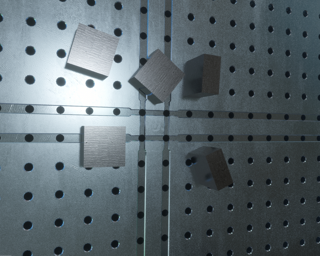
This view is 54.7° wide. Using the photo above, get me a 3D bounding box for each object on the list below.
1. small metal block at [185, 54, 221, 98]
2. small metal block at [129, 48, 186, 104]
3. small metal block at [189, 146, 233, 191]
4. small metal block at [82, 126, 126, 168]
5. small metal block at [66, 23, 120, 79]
[{"bbox_3d":[0.058,-0.070,0.422,0.025,0.050,0.050,4,89,-20],"label":"small metal block"},{"bbox_3d":[-0.003,-0.068,0.412,0.050,0.025,0.050,41,77,-16],"label":"small metal block"},{"bbox_3d":[0.069,0.054,0.426,0.025,0.050,0.050,-23,98,-19],"label":"small metal block"},{"bbox_3d":[-0.071,0.022,0.387,0.050,0.025,0.050,1,90,-21],"label":"small metal block"},{"bbox_3d":[-0.083,-0.094,0.382,0.050,0.025,0.050,17,84,-20],"label":"small metal block"}]
